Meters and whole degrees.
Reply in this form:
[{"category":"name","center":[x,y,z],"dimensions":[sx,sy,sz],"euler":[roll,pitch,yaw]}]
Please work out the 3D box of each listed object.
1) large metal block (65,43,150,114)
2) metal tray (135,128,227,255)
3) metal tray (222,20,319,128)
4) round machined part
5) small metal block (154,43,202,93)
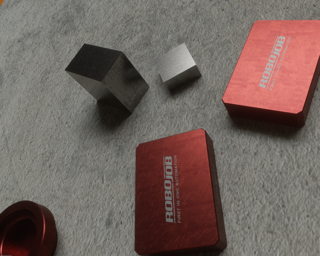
[{"category":"large metal block","center":[-0.075,-0.072,0.453],"dimensions":[0.080,0.080,0.050],"euler":[21,73,36]},{"category":"metal tray","center":[0.019,0.071,0.347],"dimensions":[0.090,0.030,0.130],"euler":[-15,56,19]},{"category":"metal tray","center":[0.140,-0.070,0.370],"dimensions":[0.090,0.030,0.130],"euler":[13,68,33]},{"category":"round machined part","center":[-0.171,0.146,0.394],"dimensions":[0.098,0.042,0.098],"euler":[-13,56,21]},{"category":"small metal block","center":[0.025,-0.087,0.444],"dimensions":[0.050,0.025,0.050],"euler":[-28,52,10]}]
